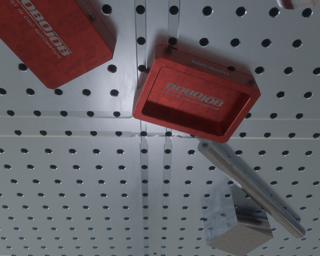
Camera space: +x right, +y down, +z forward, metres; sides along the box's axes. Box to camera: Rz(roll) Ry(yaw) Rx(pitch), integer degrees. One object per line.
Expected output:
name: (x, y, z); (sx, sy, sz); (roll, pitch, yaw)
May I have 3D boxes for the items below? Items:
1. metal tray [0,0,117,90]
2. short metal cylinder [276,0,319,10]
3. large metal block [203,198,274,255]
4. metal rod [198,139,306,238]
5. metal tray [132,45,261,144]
metal tray: (-0.117, -0.110, 0.313); (0.090, 0.030, 0.130); (-23, 127, 18)
short metal cylinder: (0.127, -0.144, 0.254); (0.080, 0.080, 0.050); (-27, 125, 21)
large metal block: (0.136, 0.178, 0.549); (0.080, 0.050, 0.080); (26, 125, -21)
metal rod: (0.161, 0.109, 0.505); (0.025, 0.025, 0.300); (-34, 123, 25)
metal tray: (0.041, -0.036, 0.377); (0.131, 0.030, 0.089); (16, 128, -14)
